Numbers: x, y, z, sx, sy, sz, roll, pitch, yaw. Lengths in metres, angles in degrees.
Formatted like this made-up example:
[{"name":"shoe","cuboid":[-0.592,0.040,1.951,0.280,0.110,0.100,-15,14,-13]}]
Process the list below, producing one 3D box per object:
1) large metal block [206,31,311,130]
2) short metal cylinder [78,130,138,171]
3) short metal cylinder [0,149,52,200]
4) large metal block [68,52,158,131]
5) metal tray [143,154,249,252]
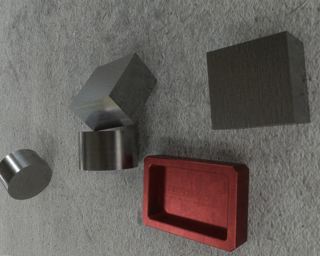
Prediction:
[{"name":"large metal block","cuboid":[0.097,-0.041,0.309,0.080,0.050,0.080,-6,86,40]},{"name":"short metal cylinder","cuboid":[-0.071,0.029,0.428,0.080,0.081,0.050,-3,89,40]},{"name":"short metal cylinder","cuboid":[-0.252,0.086,0.577,0.050,0.081,0.079,36,112,34]},{"name":"large metal block","cuboid":[-0.062,-0.046,0.414,0.080,0.050,0.080,-10,44,39]},{"name":"metal tray","cuboid":[0.038,0.082,0.370,0.130,0.030,0.089,3,92,40]}]
